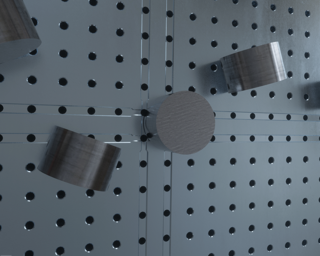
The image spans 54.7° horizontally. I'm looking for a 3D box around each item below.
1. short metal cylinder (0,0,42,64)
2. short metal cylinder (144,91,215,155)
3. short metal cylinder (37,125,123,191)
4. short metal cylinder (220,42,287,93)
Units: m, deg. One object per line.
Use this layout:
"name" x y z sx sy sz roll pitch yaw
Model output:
"short metal cylinder" -0.172 -0.100 0.319 0.081 0.080 0.050 -25 99 -18
"short metal cylinder" 0.025 -0.007 0.408 0.081 0.050 0.079 0 90 -20
"short metal cylinder" -0.089 0.034 0.351 0.080 0.080 0.050 22 83 -19
"short metal cylinder" 0.129 -0.083 0.431 0.081 0.080 0.050 -18 96 -19
